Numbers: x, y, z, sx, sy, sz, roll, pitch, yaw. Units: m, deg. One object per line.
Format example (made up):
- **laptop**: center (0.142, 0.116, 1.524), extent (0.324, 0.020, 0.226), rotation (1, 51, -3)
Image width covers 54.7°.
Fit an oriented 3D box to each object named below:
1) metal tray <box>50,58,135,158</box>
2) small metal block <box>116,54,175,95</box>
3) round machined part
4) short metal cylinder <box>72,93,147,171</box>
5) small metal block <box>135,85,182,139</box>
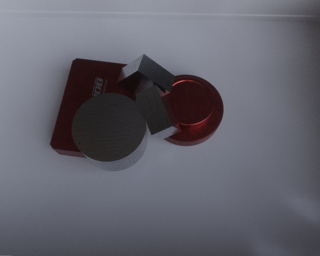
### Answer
- **metal tray**: center (-0.082, -0.025, 0.411), extent (0.091, 0.030, 0.130), rotation (7, 70, 2)
- **small metal block**: center (-0.018, -0.060, 0.389), extent (0.050, 0.050, 0.025), rotation (31, 62, -28)
- **round machined part**: center (0.035, -0.029, 0.409), extent (0.099, 0.042, 0.098), rotation (0, 70, -1)
- **short metal cylinder**: center (-0.056, 0.006, 0.360), extent (0.081, 0.050, 0.080), rotation (0, 70, 0)
- **small metal block**: center (0.000, -0.017, 0.359), extent (0.025, 0.050, 0.050), rotation (-24, 78, 11)
